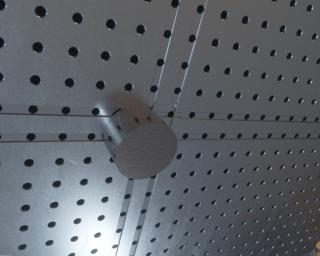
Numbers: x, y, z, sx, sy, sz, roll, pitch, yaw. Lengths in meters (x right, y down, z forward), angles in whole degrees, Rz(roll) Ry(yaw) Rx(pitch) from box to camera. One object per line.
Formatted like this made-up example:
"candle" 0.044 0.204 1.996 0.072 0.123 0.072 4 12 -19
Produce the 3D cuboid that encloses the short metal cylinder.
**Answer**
"short metal cylinder" -0.025 0.018 0.391 0.081 0.050 0.080 -14 124 -21
